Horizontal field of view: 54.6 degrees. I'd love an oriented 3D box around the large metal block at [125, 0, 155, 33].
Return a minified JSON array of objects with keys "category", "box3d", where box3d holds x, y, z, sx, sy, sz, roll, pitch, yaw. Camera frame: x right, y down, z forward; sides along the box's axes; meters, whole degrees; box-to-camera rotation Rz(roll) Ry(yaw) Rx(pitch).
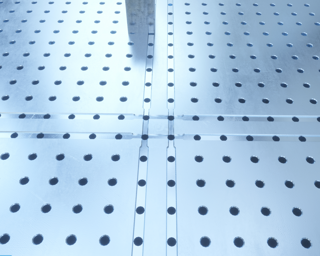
[{"category":"large metal block","box3d":[-0.034,-0.231,0.566,0.050,0.080,0.080,-1,50,0]}]
